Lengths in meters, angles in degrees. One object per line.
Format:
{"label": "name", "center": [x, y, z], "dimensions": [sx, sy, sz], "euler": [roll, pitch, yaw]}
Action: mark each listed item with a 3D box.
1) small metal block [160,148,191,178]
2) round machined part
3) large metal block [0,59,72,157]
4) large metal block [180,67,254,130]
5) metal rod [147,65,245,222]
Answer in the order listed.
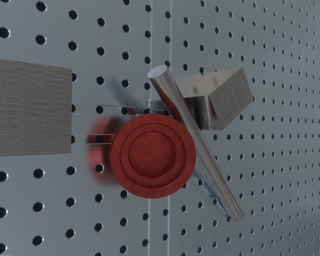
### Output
{"label": "small metal block", "center": [0.014, 0.046, 0.421], "dimensions": [0.050, 0.025, 0.050], "euler": [-8, 95, -40]}
{"label": "round machined part", "center": [-0.010, 0.031, 0.372], "dimensions": [0.099, 0.042, 0.097], "euler": [-1, 93, -9]}
{"label": "large metal block", "center": [-0.130, -0.016, 0.284], "dimensions": [0.081, 0.050, 0.080], "euler": [1, 90, -40]}
{"label": "large metal block", "center": [0.069, -0.040, 0.431], "dimensions": [0.080, 0.080, 0.050], "euler": [-39, 114, -33]}
{"label": "metal rod", "center": [0.063, 0.041, 0.435], "dimensions": [0.025, 0.025, 0.299], "euler": [-52, 129, -27]}
